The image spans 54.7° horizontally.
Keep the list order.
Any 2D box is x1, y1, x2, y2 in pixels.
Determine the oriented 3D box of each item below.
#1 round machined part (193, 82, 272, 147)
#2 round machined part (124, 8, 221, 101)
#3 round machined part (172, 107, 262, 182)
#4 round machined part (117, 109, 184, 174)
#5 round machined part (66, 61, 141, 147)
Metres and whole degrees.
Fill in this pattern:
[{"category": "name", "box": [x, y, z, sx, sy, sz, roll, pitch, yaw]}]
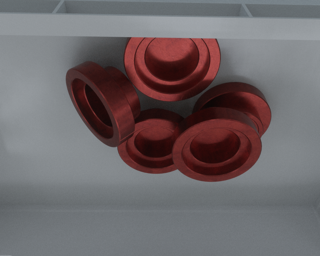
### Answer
[{"category": "round machined part", "box": [0.092, -0.006, 0.394, 0.099, 0.042, 0.097, -1, 130, 0]}, {"category": "round machined part", "box": [0.012, -0.080, 0.330, 0.099, 0.042, 0.097, -1, 130, 0]}, {"category": "round machined part", "box": [0.062, 0.015, 0.356, 0.099, 0.042, 0.097, -1, 130, 0]}, {"category": "round machined part", "box": [-0.005, 0.013, 0.409, 0.099, 0.042, 0.097, -1, 130, 0]}, {"category": "round machined part", "box": [-0.059, -0.030, 0.348, 0.042, 0.098, 0.097, -35, 137, -28]}]
